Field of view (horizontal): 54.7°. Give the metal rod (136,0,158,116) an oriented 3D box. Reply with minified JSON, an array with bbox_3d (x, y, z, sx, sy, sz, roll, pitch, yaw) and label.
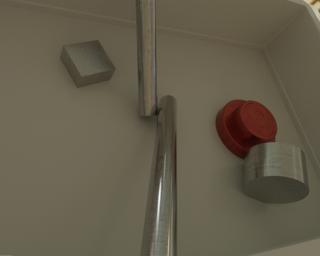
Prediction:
[{"bbox_3d":[-0.018,-0.164,0.388,0.025,0.025,0.298,-7,101,-32],"label":"metal rod"}]

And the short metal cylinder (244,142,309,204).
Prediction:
[{"bbox_3d":[0.155,0.062,0.418,0.080,0.080,0.050,23,53,-15],"label":"short metal cylinder"}]

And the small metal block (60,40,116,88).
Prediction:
[{"bbox_3d":[-0.095,-0.085,0.407,0.050,0.025,0.050,-22,74,-36],"label":"small metal block"}]

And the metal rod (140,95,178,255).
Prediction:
[{"bbox_3d":[0.004,0.035,0.305,0.025,0.025,0.300,28,26,-11],"label":"metal rod"}]

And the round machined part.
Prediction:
[{"bbox_3d":[0.138,-0.003,0.474,0.099,0.042,0.098,14,56,-21],"label":"round machined part"}]
